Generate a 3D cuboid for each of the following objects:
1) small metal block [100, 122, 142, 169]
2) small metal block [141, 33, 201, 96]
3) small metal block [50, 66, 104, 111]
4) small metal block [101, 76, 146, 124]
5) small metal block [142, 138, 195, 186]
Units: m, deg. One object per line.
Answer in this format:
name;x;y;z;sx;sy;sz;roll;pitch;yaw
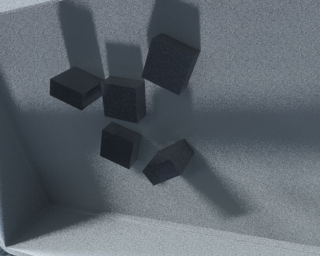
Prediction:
small metal block;-0.058;0.026;0.453;0.050;0.025;0.050;23;127;14
small metal block;0.012;-0.073;0.356;0.050;0.025;0.050;28;128;10
small metal block;-0.110;-0.054;0.415;0.050;0.050;0.025;25;127;12
small metal block;-0.047;-0.038;0.409;0.050;0.025;0.050;13;124;20
small metal block;0.012;0.045;0.413;0.050;0.050;0.025;-29;103;37
